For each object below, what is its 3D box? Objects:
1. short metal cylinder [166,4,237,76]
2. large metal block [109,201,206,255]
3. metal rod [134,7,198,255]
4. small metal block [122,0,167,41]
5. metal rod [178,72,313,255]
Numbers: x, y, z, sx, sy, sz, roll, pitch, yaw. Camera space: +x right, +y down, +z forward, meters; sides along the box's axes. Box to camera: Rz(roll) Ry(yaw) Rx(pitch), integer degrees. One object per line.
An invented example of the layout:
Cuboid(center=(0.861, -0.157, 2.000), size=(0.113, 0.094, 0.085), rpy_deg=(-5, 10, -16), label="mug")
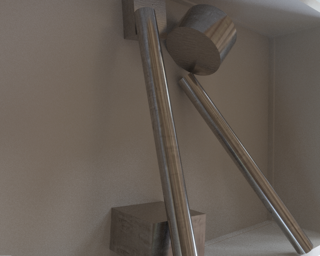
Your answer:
Cuboid(center=(0.056, -0.118, 0.420), size=(0.080, 0.080, 0.050), rpy_deg=(50, 60, -29), label="short metal cylinder")
Cuboid(center=(-0.003, 0.124, 0.370), size=(0.081, 0.080, 0.050), rpy_deg=(4, 88, -40), label="large metal block")
Cuboid(center=(0.006, 0.011, 0.336), size=(0.025, 0.025, 0.298), rpy_deg=(-1, 77, -40), label="metal rod")
Cuboid(center=(-0.019, -0.138, 0.392), size=(0.050, 0.025, 0.050), rpy_deg=(-6, 94, -40), label="small metal block")
Cuboid(center=(0.122, 0.050, 0.442), size=(0.025, 0.025, 0.299), rpy_deg=(-35, 91, -35), label="metal rod")
